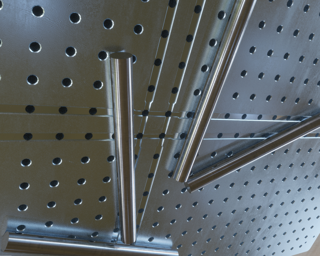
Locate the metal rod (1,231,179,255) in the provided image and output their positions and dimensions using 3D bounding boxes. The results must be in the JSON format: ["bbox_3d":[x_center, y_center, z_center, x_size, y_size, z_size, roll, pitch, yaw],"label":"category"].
[{"bbox_3d":[-0.086,0.191,0.483,0.302,0.025,0.025,23,106,-37],"label":"metal rod"}]

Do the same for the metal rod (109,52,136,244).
[{"bbox_3d":[-0.046,0.048,0.416,0.025,0.025,0.298,-13,124,-22],"label":"metal rod"}]

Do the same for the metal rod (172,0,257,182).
[{"bbox_3d":[0.072,-0.055,0.418,0.025,0.025,0.298,3,117,-30],"label":"metal rod"}]

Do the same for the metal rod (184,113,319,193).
[{"bbox_3d":[0.177,0.035,0.532,0.302,0.025,0.025,-23,127,-15],"label":"metal rod"}]
